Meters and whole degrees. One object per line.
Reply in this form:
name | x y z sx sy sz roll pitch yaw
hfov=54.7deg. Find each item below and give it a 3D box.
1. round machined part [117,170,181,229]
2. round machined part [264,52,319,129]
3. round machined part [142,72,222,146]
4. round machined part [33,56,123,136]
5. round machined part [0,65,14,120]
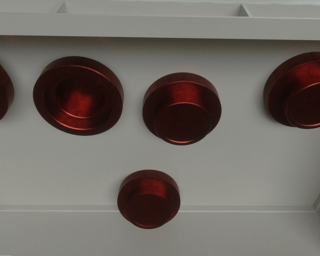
round machined part | -0.017 0.117 0.481 0.099 0.042 0.097 -1 114 -1
round machined part | 0.179 -0.037 0.369 0.099 0.042 0.097 -1 130 0
round machined part | 0.028 -0.016 0.385 0.099 0.042 0.097 -1 130 0
round machined part | -0.092 -0.040 0.362 0.099 0.042 0.097 -1 130 0
round machined part | -0.217 -0.051 0.351 0.099 0.042 0.097 -1 130 0
